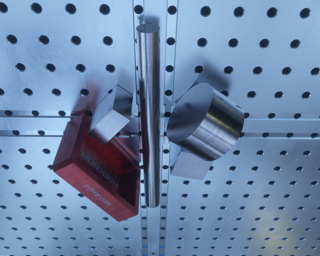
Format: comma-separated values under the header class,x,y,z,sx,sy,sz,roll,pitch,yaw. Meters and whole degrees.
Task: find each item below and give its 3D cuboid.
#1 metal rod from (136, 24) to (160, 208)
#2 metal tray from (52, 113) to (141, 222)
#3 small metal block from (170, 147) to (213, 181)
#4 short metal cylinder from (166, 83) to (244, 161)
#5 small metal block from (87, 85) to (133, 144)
class,x,y,z,sx,sy,sz,roll,pitch,yaw
metal rod,-0.013,0.010,0.419,0.025,0.025,0.298,0,130,0
metal tray,-0.076,0.054,0.413,0.030,0.090,0.130,-26,126,20
small metal block,0.046,0.048,0.454,0.050,0.025,0.050,12,129,-10
short metal cylinder,0.052,-0.007,0.370,0.050,0.080,0.080,31,123,-24
small metal block,-0.060,-0.017,0.379,0.025,0.050,0.050,34,122,-26
